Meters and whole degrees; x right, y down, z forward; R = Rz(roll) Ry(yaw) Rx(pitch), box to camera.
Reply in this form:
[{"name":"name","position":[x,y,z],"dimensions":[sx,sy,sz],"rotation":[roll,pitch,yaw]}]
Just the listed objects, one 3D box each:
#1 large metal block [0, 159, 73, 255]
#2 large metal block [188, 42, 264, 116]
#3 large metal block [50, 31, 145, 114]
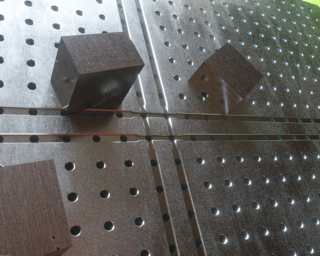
[{"name":"large metal block","position":[-0.131,0.080,0.273],"dimensions":[0.081,0.050,0.080],"rotation":[-7,65,-31]},{"name":"large metal block","position":[0.106,-0.079,0.497],"dimensions":[0.080,0.050,0.080],"rotation":[45,51,3]},{"name":"large metal block","position":[-0.077,-0.066,0.371],"dimensions":[0.081,0.080,0.050],"rotation":[-17,71,-35]}]
